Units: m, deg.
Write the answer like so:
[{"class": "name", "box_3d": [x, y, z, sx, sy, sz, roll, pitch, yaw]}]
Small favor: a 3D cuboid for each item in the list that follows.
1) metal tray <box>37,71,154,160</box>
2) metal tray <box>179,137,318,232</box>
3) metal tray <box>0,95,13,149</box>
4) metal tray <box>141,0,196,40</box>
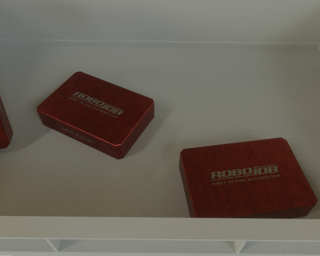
[{"class": "metal tray", "box_3d": [-0.084, -0.022, 0.419, 0.130, 0.030, 0.090, 22, 53, 17]}, {"class": "metal tray", "box_3d": [0.094, 0.061, 0.352, 0.131, 0.030, 0.090, -6, 50, -6]}, {"class": "metal tray", "box_3d": [-0.237, -0.031, 0.357, 0.091, 0.129, 0.030, -11, 29, -11]}, {"class": "metal tray", "box_3d": [0.020, -0.221, 0.590, 0.091, 0.030, 0.130, 7, 50, 5]}]
